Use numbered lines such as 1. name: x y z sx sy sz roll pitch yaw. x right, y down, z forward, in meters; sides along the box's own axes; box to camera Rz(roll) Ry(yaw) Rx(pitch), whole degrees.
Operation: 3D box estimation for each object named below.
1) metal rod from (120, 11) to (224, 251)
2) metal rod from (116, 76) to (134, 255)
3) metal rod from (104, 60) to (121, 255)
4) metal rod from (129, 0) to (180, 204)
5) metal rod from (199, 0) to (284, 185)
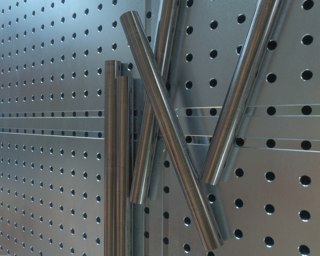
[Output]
1. metal rod: 0.011 -0.003 0.376 0.025 0.025 0.299 -26 81 37
2. metal rod: -0.051 0.076 0.448 0.025 0.025 0.298 0 90 39
3. metal rod: -0.071 0.050 0.465 0.025 0.025 0.298 0 90 39
4. metal rod: -0.006 -0.045 0.412 0.025 0.025 0.298 16 100 38
5. metal rod: 0.098 -0.079 0.327 0.025 0.025 0.298 26 106 37
